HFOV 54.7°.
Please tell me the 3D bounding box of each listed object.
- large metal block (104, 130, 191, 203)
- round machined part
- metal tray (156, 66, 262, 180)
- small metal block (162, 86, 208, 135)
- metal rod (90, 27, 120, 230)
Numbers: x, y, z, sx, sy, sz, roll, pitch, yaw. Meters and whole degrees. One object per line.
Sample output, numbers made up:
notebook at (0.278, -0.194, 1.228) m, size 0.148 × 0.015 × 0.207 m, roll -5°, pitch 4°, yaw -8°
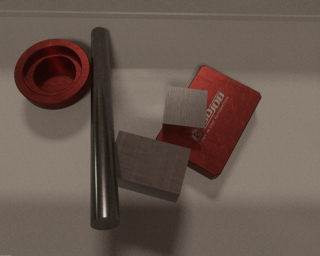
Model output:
large metal block at (-0.012, 0.048, 0.363) m, size 0.080 × 0.080 × 0.050 m, roll 14°, pitch 71°, yaw 5°
round machined part at (-0.141, -0.069, 0.424) m, size 0.099 × 0.042 × 0.098 m, roll 0°, pitch 70°, yaw 0°
metal tray at (0.065, -0.009, 0.411) m, size 0.090 × 0.030 × 0.130 m, roll 29°, pitch 72°, yaw 10°
small metal block at (0.031, -0.022, 0.386) m, size 0.050 × 0.025 × 0.050 m, roll 7°, pitch 70°, yaw 2°
metal rod at (-0.068, -0.029, 0.362) m, size 0.025 × 0.025 × 0.300 m, roll -8°, pitch 49°, yaw -3°
